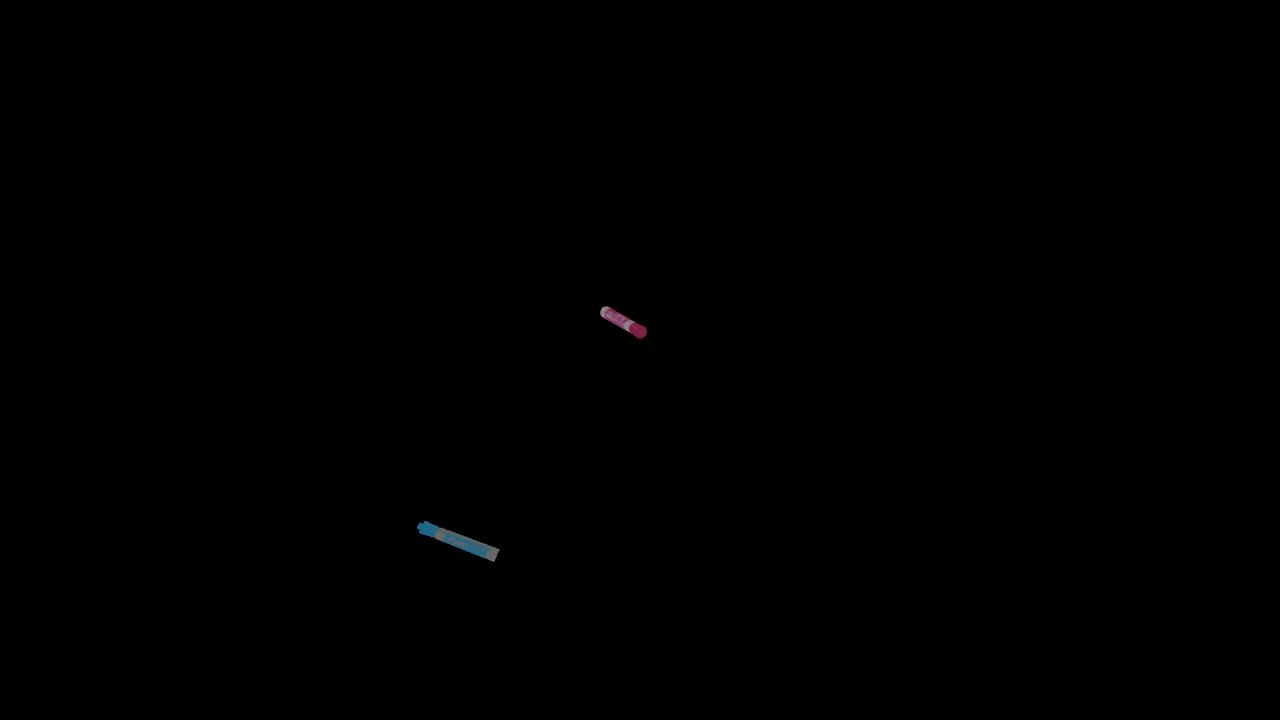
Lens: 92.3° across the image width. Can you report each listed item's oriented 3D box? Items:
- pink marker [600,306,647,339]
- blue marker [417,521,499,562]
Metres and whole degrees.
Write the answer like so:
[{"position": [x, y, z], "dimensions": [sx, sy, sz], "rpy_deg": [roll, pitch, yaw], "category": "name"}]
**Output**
[{"position": [-0.025, -0.056, 0.904], "dimensions": [0.020, 0.020, 0.121], "rpy_deg": [0, 18, -31], "category": "pink marker"}, {"position": [-0.263, 0.261, 0.889], "dimensions": [0.121, 0.020, 0.020], "rpy_deg": [23, -2, -5], "category": "blue marker"}]
